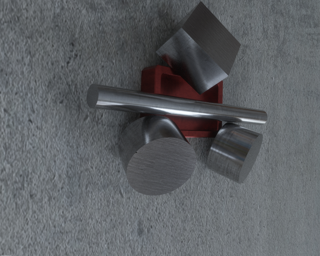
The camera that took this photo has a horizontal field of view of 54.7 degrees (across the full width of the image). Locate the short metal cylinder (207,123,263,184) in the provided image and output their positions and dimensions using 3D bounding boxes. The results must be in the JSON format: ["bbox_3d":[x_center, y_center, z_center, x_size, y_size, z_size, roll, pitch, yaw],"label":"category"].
[{"bbox_3d":[0.113,0.036,0.463,0.080,0.050,0.079,-41,144,-39],"label":"short metal cylinder"}]

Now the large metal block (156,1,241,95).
[{"bbox_3d":[0.053,-0.105,0.406,0.080,0.050,0.080,42,47,-14],"label":"large metal block"}]

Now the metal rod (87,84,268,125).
[{"bbox_3d":[0.048,-0.025,0.407,0.302,0.025,0.025,4,88,-40],"label":"metal rod"}]

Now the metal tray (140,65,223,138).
[{"bbox_3d":[0.034,-0.032,0.431,0.131,0.030,0.089,2,89,-40],"label":"metal tray"}]

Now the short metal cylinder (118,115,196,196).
[{"bbox_3d":[-0.005,0.032,0.362,0.081,0.050,0.079,-9,123,-15],"label":"short metal cylinder"}]
